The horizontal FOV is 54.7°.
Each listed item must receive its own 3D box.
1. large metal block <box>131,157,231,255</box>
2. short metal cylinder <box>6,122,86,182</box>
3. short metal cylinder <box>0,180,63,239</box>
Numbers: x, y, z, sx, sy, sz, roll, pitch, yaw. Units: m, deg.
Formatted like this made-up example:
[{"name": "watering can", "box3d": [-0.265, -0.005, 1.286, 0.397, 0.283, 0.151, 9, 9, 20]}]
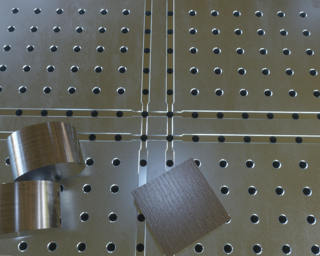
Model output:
[{"name": "large metal block", "box3d": [0.022, 0.093, 0.364, 0.080, 0.050, 0.080, -28, 73, -10]}, {"name": "short metal cylinder", "box3d": [-0.135, 0.033, 0.369, 0.080, 0.080, 0.050, -18, 71, -6]}, {"name": "short metal cylinder", "box3d": [-0.153, 0.093, 0.347, 0.081, 0.080, 0.050, -9, 71, -3]}]
